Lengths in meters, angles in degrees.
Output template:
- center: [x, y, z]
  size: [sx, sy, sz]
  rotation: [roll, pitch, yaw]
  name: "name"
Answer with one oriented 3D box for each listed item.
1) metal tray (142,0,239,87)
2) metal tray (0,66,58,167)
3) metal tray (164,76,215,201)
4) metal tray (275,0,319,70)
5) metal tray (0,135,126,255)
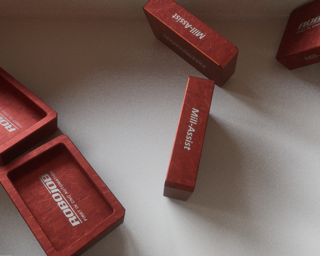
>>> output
- center: [0.042, -0.116, 0.415]
  size: [0.130, 0.090, 0.030]
  rotation: [41, 90, 13]
  name: "metal tray"
- center: [-0.209, -0.022, 0.394]
  size: [0.130, 0.030, 0.090]
  rotation: [37, 51, 12]
  name: "metal tray"
- center: [0.033, 0.016, 0.369]
  size: [0.030, 0.090, 0.130]
  rotation: [12, 70, 4]
  name: "metal tray"
- center: [0.221, -0.133, 0.403]
  size: [0.030, 0.130, 0.090]
  rotation: [29, 75, -22]
  name: "metal tray"
- center: [-0.114, 0.080, 0.359]
  size: [0.091, 0.030, 0.130]
  rotation: [-33, 69, -27]
  name: "metal tray"
